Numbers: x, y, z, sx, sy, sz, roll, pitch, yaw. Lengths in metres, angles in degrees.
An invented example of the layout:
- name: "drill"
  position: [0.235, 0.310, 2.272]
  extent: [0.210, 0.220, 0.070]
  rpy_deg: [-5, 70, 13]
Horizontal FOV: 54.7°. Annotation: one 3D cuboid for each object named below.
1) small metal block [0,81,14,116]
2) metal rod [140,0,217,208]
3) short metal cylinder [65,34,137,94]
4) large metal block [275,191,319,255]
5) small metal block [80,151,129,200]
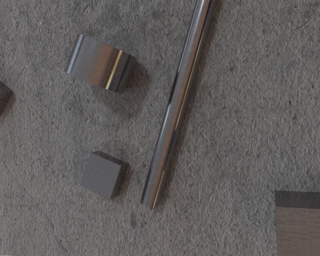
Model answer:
- name: "small metal block"
  position: [-0.276, -0.053, 0.504]
  extent: [0.050, 0.025, 0.050]
  rpy_deg: [37, 101, 16]
- name: "metal rod"
  position: [0.026, -0.042, 0.399]
  extent: [0.025, 0.025, 0.298]
  rpy_deg: [17, 96, 19]
- name: "short metal cylinder"
  position: [-0.077, -0.083, 0.406]
  extent: [0.080, 0.080, 0.050]
  rpy_deg: [25, 98, 18]
- name: "large metal block"
  position: [0.164, 0.099, 0.322]
  extent: [0.080, 0.080, 0.050]
  rpy_deg: [-2, 90, 19]
- name: "small metal block"
  position: [-0.078, 0.065, 0.435]
  extent: [0.050, 0.025, 0.050]
  rpy_deg: [21, 97, 18]
